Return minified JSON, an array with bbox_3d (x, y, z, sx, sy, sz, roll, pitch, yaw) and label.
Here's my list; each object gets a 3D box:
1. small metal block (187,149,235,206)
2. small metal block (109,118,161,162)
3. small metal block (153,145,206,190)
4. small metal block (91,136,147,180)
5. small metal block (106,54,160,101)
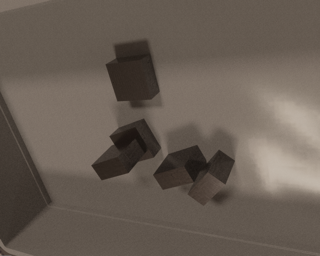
[{"bbox_3d":[0.066,0.063,0.396,0.025,0.050,0.050,36,129,4],"label":"small metal block"},{"bbox_3d":[-0.035,0.020,0.438,0.050,0.025,0.050,-19,109,35],"label":"small metal block"},{"bbox_3d":[0.027,0.052,0.409,0.050,0.050,0.025,-21,107,35],"label":"small metal block"},{"bbox_3d":[-0.054,0.040,0.412,0.050,0.050,0.025,-20,108,35],"label":"small metal block"},{"bbox_3d":[-0.033,-0.062,0.386,0.050,0.025,0.050,-1,118,28],"label":"small metal block"}]
